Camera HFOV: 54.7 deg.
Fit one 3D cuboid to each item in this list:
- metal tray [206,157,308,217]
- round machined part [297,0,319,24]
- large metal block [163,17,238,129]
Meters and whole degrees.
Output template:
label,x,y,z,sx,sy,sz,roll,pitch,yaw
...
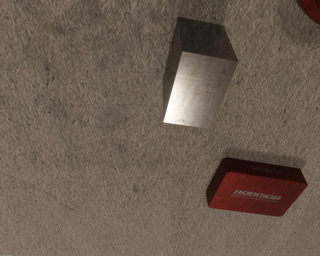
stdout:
label,x,y,z,sx,sy,sz,roll,pitch,yaw
metal tray,0.149,0.096,0.488,0.131,0.030,0.089,9,130,-9
round machined part,0.169,-0.144,0.276,0.099,0.042,0.097,-1,130,0
large metal block,0.036,-0.058,0.323,0.050,0.080,0.079,8,130,-8
